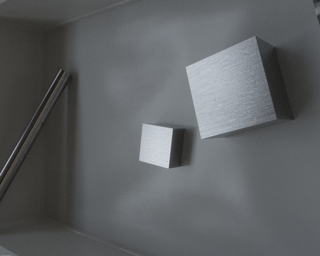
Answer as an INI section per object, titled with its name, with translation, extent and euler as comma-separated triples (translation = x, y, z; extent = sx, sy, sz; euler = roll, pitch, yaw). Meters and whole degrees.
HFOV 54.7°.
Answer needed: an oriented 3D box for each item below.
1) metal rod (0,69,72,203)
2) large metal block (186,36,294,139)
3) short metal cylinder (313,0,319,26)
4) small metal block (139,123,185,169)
[metal rod]
translation = -0.233, 0.035, 0.522
extent = 0.025, 0.025, 0.299
euler = 21, 80, 38
[large metal block]
translation = 0.081, -0.037, 0.322
extent = 0.080, 0.050, 0.080
euler = -18, 79, 38
[short metal cylinder]
translation = 0.159, -0.083, 0.239
extent = 0.050, 0.081, 0.080
euler = -19, 78, 38
[small metal block]
translation = 0.002, 0.022, 0.403
extent = 0.050, 0.025, 0.050
euler = 10, 96, 39
